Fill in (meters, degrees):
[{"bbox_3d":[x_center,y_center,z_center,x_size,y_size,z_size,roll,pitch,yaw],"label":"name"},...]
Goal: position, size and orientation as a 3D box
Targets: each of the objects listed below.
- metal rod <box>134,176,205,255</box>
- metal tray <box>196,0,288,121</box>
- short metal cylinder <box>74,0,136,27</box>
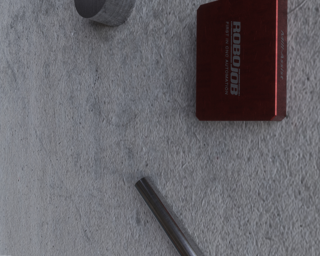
[{"bbox_3d":[0.059,0.178,0.354,0.300,0.025,0.025,52,120,27],"label":"metal rod"},{"bbox_3d":[0.085,-0.072,0.331,0.090,0.030,0.129,1,91,39],"label":"metal tray"},{"bbox_3d":[-0.081,-0.195,0.453,0.080,0.050,0.079,0,90,39],"label":"short metal cylinder"}]
